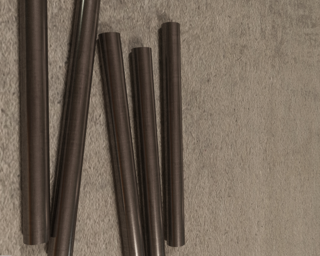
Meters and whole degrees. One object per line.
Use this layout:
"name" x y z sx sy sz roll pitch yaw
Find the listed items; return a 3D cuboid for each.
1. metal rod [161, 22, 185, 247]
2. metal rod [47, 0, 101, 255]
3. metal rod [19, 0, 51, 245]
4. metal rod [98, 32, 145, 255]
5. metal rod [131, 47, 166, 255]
"metal rod" 0.018 0.009 0.421 0.025 0.025 0.298 -3 92 -40
"metal rod" -0.090 -0.013 0.330 0.025 0.025 0.298 9 84 -40
"metal rod" -0.122 -0.039 0.303 0.025 0.025 0.298 -1 91 -40
"metal rod" -0.043 0.040 0.370 0.025 0.025 0.298 -10 97 -40
"metal rod" -0.013 0.050 0.395 0.025 0.025 0.298 -7 95 -40
